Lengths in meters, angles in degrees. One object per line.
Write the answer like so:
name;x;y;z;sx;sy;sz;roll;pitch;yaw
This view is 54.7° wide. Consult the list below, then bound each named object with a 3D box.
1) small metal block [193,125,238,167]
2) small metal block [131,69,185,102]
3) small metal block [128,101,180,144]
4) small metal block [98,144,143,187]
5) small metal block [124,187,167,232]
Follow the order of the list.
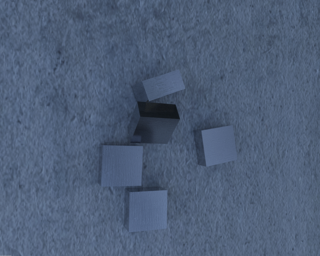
small metal block;0.078;0.024;0.440;0.050;0.025;0.050;-9;93;-20
small metal block;-0.004;-0.052;0.395;0.050;0.050;0.025;-21;98;-19
small metal block;-0.009;-0.005;0.391;0.050;0.050;0.025;3;49;-21
small metal block;-0.050;0.046;0.391;0.050;0.025;0.050;3;89;-21
small metal block;-0.019;0.105;0.403;0.050;0.025;0.050;1;90;-21
